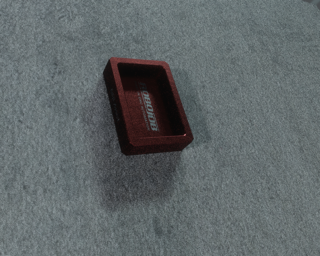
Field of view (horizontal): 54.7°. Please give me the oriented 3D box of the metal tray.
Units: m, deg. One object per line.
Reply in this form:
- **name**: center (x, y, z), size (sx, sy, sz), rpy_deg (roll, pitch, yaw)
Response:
- **metal tray**: center (-0.017, -0.031, 0.411), size (0.091, 0.030, 0.130), rpy_deg (-2, 63, -30)
